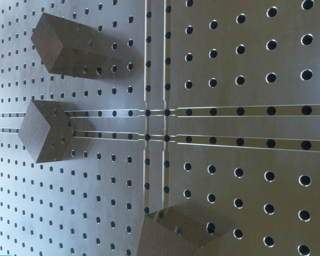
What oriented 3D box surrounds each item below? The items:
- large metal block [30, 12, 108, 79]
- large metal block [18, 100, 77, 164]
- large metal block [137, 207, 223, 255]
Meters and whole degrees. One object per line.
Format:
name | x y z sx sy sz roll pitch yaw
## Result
large metal block | -0.143 -0.127 0.489 0.050 0.081 0.080 -49 62 29
large metal block | -0.205 0.006 0.559 0.080 0.050 0.080 44 116 30
large metal block | 0.020 0.154 0.375 0.080 0.050 0.079 19 102 38
